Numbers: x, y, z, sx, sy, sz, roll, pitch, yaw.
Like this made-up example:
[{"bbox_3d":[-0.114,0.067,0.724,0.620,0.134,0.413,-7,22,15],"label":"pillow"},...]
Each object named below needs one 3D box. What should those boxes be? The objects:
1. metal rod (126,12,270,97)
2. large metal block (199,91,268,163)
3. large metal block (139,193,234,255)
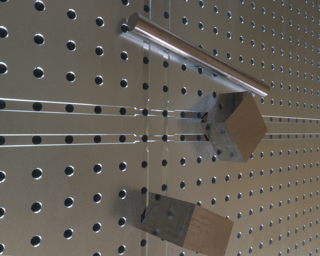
[{"bbox_3d":[0.079,-0.100,0.477,0.302,0.025,0.025,15,80,-39],"label":"metal rod"},{"bbox_3d":[0.120,-0.002,0.496,0.080,0.050,0.080,-47,118,-30],"label":"large metal block"},{"bbox_3d":[0.035,0.128,0.405,0.080,0.080,0.050,33,70,-36],"label":"large metal block"}]
